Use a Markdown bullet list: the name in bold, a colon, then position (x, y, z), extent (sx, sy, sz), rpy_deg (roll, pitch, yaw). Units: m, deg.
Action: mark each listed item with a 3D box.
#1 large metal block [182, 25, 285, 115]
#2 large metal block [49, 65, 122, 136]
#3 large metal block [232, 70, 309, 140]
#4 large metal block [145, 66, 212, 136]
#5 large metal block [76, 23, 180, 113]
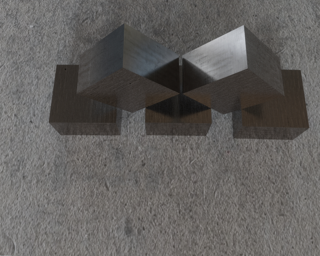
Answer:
- **large metal block**: position (0.082, -0.060, 0.352), extent (0.080, 0.080, 0.050), rpy_deg (-18, 63, 41)
- **large metal block**: position (-0.093, -0.035, 0.408), extent (0.081, 0.050, 0.080), rpy_deg (0, 70, 0)
- **large metal block**: position (0.140, -0.030, 0.409), extent (0.081, 0.050, 0.080), rpy_deg (1, 70, 0)
- **large metal block**: position (0.023, -0.035, 0.409), extent (0.081, 0.050, 0.080), rpy_deg (1, 70, 0)
- **large metal block**: position (-0.035, -0.061, 0.349), extent (0.080, 0.080, 0.050), rpy_deg (18, 63, -42)
